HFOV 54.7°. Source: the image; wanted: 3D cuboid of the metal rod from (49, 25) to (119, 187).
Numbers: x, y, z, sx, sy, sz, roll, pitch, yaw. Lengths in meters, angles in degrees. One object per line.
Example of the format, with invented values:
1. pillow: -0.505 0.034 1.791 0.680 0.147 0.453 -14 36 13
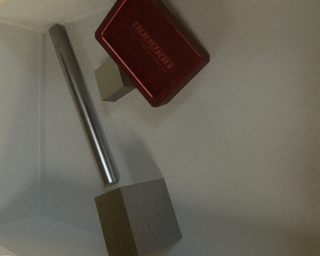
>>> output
1. metal rod: -0.131 -0.046 0.511 0.025 0.025 0.299 -36 68 34

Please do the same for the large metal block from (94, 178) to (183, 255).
1. large metal block: -0.026 0.114 0.391 0.050 0.081 0.080 -28 73 36

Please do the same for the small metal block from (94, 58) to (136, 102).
1. small metal block: -0.067 -0.072 0.460 0.050 0.025 0.050 -27 74 36

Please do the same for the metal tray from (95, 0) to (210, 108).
1. metal tray: -0.013 -0.102 0.388 0.130 0.030 0.090 51 121 8
